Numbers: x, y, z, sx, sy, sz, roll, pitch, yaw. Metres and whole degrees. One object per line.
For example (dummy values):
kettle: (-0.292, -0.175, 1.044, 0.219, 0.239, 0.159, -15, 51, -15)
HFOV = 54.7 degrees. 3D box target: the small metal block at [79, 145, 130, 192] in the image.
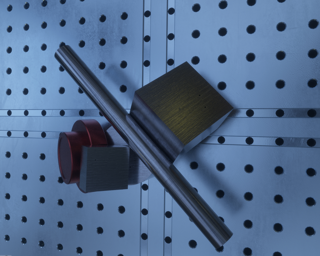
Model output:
small metal block: (-0.065, 0.046, 0.363, 0.025, 0.050, 0.050, 5, 93, 60)

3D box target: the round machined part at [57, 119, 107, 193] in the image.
round machined part: (-0.106, 0.038, 0.409, 0.098, 0.042, 0.097, 10, 102, 57)

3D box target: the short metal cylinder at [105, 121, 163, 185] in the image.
short metal cylinder: (-0.032, 0.031, 0.406, 0.080, 0.050, 0.079, 0, 90, 20)

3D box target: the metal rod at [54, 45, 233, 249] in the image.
metal rod: (-0.028, 0.012, 0.365, 0.025, 0.025, 0.300, -45, 76, 14)

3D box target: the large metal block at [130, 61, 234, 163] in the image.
large metal block: (0.023, -0.020, 0.364, 0.080, 0.050, 0.080, -35, 75, -28)
